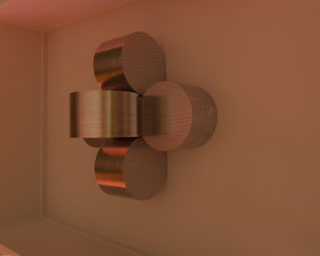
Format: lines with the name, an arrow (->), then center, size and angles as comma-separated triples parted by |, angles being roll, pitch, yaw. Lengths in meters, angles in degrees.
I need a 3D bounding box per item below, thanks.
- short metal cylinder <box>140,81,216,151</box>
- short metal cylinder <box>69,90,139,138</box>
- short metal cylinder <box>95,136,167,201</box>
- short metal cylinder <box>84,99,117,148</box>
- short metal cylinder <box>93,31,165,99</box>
short metal cylinder -> 0.020, -0.014, 0.372 | 0.080, 0.050, 0.080 | 0, 90, 40
short metal cylinder -> -0.065, -0.014, 0.365 | 0.080, 0.081, 0.050 | -1, 89, 40
short metal cylinder -> -0.036, 0.050, 0.398 | 0.050, 0.081, 0.080 | -2, 89, 39
short metal cylinder -> -0.073, -0.013, 0.449 | 0.080, 0.050, 0.080 | 0, 90, 40
short metal cylinder -> -0.038, -0.079, 0.400 | 0.050, 0.081, 0.080 | -2, 89, 39
